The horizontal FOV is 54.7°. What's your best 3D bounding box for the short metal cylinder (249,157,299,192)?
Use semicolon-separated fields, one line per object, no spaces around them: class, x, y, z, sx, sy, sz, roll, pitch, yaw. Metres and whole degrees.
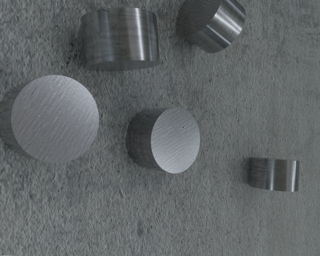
short metal cylinder;0.196;0.078;0.533;0.081;0.080;0.050;7;86;-40

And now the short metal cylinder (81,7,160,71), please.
short metal cylinder;-0.042;-0.091;0.333;0.081;0.080;0.050;-8;95;-40

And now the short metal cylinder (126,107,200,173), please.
short metal cylinder;0.005;0.015;0.392;0.081;0.050;0.080;0;90;-40

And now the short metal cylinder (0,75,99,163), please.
short metal cylinder;-0.107;-0.008;0.298;0.081;0.050;0.080;0;90;-40

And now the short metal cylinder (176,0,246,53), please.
short metal cylinder;0.069;-0.151;0.426;0.050;0.080;0.080;24;75;-38
